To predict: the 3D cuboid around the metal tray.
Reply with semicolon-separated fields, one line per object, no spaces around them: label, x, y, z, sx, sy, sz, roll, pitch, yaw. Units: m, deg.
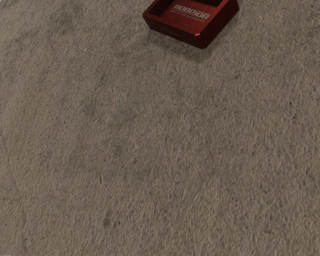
metal tray;0.045;-0.183;0.488;0.130;0.030;0.090;35;81;38
